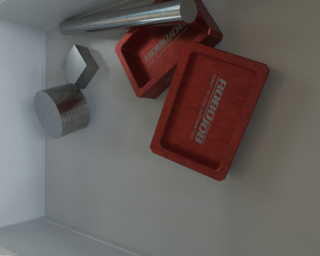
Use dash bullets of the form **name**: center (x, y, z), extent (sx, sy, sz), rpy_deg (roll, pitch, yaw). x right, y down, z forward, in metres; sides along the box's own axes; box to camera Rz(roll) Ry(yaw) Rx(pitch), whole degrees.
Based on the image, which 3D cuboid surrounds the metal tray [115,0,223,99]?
- **metal tray**: center (0.005, -0.109, 0.397), extent (0.130, 0.030, 0.090), rpy_deg (-38, 67, 33)

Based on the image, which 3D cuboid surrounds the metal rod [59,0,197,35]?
- **metal rod**: center (-0.067, -0.147, 0.428), extent (0.300, 0.025, 0.025), rpy_deg (16, 100, 48)

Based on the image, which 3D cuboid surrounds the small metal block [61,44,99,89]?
- **small metal block**: center (-0.133, -0.101, 0.514), extent (0.050, 0.025, 0.050), rpy_deg (-47, 62, 29)

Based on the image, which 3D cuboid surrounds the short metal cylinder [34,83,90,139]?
- **short metal cylinder**: center (-0.159, -0.028, 0.503), extent (0.080, 0.050, 0.079), rpy_deg (22, 124, 37)

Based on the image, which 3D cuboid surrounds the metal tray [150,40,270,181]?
- **metal tray**: center (0.052, -0.019, 0.338), extent (0.090, 0.030, 0.129), rpy_deg (22, 105, 14)
